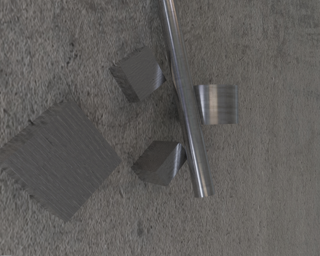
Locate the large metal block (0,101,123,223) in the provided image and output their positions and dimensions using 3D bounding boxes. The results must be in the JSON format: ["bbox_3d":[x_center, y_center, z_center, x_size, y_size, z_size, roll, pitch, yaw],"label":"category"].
[{"bbox_3d":[-0.099,0.031,0.306,0.080,0.050,0.080,-49,119,-29],"label":"large metal block"}]

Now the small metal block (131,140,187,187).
[{"bbox_3d":[0.000,0.043,0.388,0.050,0.050,0.025,-49,120,-28],"label":"small metal block"}]

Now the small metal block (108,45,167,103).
[{"bbox_3d":[-0.026,-0.066,0.382,0.050,0.025,0.050,-44,117,-31],"label":"small metal block"}]

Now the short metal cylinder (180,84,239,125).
[{"bbox_3d":[0.067,-0.030,0.425,0.081,0.080,0.050,-3,92,-40],"label":"short metal cylinder"}]

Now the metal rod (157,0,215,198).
[{"bbox_3d":[0.027,-0.065,0.387,0.025,0.025,0.298,-5,81,-40],"label":"metal rod"}]
